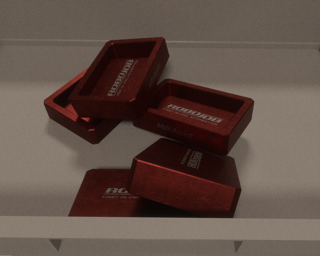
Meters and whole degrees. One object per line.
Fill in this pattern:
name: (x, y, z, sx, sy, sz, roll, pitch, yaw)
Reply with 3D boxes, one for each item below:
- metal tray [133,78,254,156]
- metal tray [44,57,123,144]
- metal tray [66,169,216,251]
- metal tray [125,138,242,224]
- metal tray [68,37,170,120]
metal tray: (0.041, -0.020, 0.393, 0.130, 0.030, 0.090, 18, 40, 27)
metal tray: (-0.083, -0.046, 0.439, 0.090, 0.030, 0.131, 28, 55, 21)
metal tray: (-0.016, 0.078, 0.312, 0.131, 0.030, 0.090, 1, 25, 0)
metal tray: (0.029, 0.044, 0.310, 0.090, 0.030, 0.130, 16, 9, 9)
metal tray: (-0.049, -0.068, 0.404, 0.090, 0.030, 0.130, 3, 48, 21)
